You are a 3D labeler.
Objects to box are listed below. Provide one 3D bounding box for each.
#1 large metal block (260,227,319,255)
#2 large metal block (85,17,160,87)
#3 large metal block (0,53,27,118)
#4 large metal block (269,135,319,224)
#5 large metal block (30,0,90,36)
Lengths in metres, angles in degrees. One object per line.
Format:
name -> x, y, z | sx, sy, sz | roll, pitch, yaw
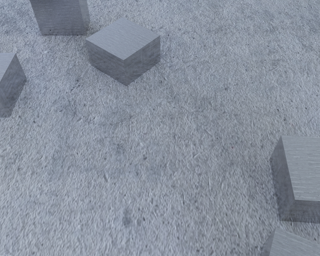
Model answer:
large metal block -> 0.124, 0.146, 0.265 | 0.080, 0.050, 0.080 | 20, 53, 16
large metal block -> -0.056, -0.122, 0.489 | 0.080, 0.050, 0.080 | 33, 57, 24
large metal block -> -0.248, -0.062, 0.437 | 0.080, 0.050, 0.080 | 1, 50, 1
large metal block -> 0.173, 0.057, 0.340 | 0.080, 0.050, 0.080 | 4, 50, 3
large metal block -> -0.173, -0.211, 0.544 | 0.081, 0.080, 0.050 | 0, 50, 0
